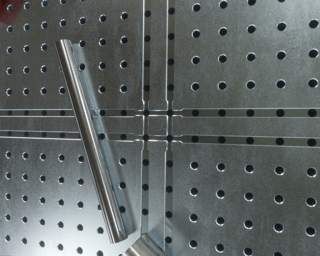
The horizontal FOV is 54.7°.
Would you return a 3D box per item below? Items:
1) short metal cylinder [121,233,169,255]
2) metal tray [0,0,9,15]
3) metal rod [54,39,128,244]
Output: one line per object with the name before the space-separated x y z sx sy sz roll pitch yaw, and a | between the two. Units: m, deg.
short metal cylinder | -0.028 0.181 0.393 0.050 0.080 0.080 42 103 15
metal tray | -0.303 -0.253 0.517 0.130 0.030 0.090 41 103 15
metal rod | -0.101 0.015 0.448 0.025 0.025 0.299 -19 84 19
